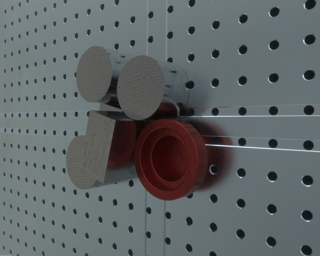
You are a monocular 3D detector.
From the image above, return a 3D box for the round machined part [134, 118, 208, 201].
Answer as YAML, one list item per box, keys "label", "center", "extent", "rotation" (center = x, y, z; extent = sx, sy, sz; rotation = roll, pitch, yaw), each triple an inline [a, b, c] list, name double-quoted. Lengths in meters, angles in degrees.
- label: "round machined part"
  center: [0.018, 0.037, 0.384]
  extent: [0.098, 0.042, 0.097]
  rotation: [0, 90, 40]

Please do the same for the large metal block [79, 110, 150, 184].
- label: "large metal block"
  center: [-0.053, 0.022, 0.413]
  extent: [0.050, 0.081, 0.079]
  rotation: [20, 103, 38]

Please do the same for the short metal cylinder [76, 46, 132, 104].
- label: "short metal cylinder"
  center: [-0.079, -0.076, 0.458]
  extent: [0.080, 0.050, 0.080]
  rotation: [0, 90, 40]

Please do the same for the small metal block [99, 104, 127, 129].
- label: "small metal block"
  center: [-0.068, -0.008, 0.465]
  extent: [0.050, 0.025, 0.050]
  rotation: [19, 102, 38]

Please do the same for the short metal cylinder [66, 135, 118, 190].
- label: "short metal cylinder"
  center: [-0.099, 0.051, 0.475]
  extent: [0.080, 0.050, 0.080]
  rotation: [0, 90, 40]

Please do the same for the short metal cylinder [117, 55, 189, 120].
- label: "short metal cylinder"
  center: [-0.009, -0.050, 0.401]
  extent: [0.080, 0.050, 0.080]
  rotation: [0, 90, 40]
